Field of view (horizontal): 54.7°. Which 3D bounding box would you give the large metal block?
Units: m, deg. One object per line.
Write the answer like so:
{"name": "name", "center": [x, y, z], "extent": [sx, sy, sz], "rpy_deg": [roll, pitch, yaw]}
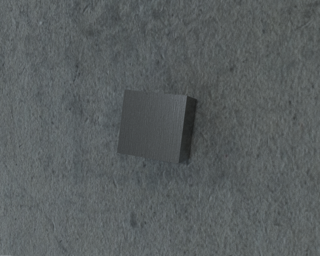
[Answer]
{"name": "large metal block", "center": [-0.003, -0.003, 0.396], "extent": [0.080, 0.050, 0.079], "rpy_deg": [8, 93, 19]}
